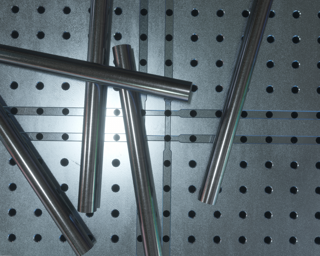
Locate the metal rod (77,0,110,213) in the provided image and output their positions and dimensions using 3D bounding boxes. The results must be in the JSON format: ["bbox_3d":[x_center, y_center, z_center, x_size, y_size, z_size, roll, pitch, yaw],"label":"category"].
[{"bbox_3d":[-0.087,-0.039,0.412,0.025,0.025,0.298,4,90,-1],"label":"metal rod"}]

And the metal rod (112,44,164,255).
[{"bbox_3d":[-0.028,0.039,0.413,0.025,0.025,0.298,-9,90,0],"label":"metal rod"}]

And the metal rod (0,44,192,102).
[{"bbox_3d":[-0.110,-0.075,0.389,0.301,0.025,0.025,13,90,8],"label":"metal rod"}]

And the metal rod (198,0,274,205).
[{"bbox_3d":[0.103,-0.045,0.414,0.025,0.025,0.298,16,90,-1],"label":"metal rod"}]

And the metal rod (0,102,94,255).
[{"bbox_3d":[-0.181,0.038,0.411,0.025,0.025,0.299,-33,90,0],"label":"metal rod"}]
